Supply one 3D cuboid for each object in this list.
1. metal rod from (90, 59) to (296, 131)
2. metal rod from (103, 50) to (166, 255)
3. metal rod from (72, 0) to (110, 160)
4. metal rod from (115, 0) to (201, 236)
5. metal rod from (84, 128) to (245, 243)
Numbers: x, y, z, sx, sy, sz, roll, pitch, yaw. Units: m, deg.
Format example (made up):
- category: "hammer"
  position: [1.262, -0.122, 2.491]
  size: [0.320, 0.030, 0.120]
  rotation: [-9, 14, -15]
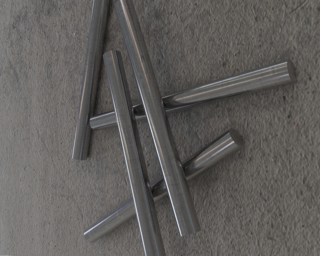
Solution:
- category: "metal rod"
  position: [0.013, -0.031, 0.393]
  size: [0.300, 0.025, 0.025]
  rotation: [-12, 83, 39]
- category: "metal rod"
  position: [-0.032, 0.042, 0.397]
  size: [0.025, 0.025, 0.299]
  rotation: [-22, 76, 38]
- category: "metal rod"
  position: [-0.108, -0.095, 0.494]
  size: [0.025, 0.025, 0.298]
  rotation: [17, 100, 39]
- category: "metal rod"
  position: [-0.007, -0.024, 0.376]
  size: [0.025, 0.025, 0.299]
  rotation: [-26, 74, 37]
- category: "metal rod"
  position: [-0.014, 0.091, 0.416]
  size: [0.299, 0.025, 0.025]
  rotation: [-40, 66, 32]
